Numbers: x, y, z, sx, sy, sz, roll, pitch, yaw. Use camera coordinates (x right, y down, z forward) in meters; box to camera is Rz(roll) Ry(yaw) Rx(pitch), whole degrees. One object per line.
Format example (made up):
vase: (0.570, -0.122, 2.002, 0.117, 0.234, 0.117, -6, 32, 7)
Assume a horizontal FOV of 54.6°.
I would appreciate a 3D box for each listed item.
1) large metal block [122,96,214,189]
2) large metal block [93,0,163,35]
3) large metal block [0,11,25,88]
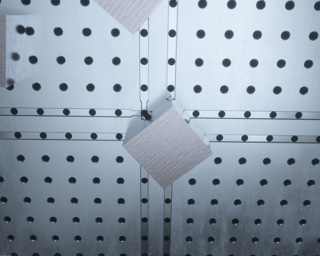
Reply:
large metal block: (0.010, 0.019, 0.407, 0.080, 0.050, 0.080, -38, 106, 13)
large metal block: (-0.033, -0.162, 0.340, 0.080, 0.050, 0.080, 39, 105, -13)
large metal block: (-0.209, -0.098, 0.362, 0.080, 0.050, 0.079, 9, 110, -4)
